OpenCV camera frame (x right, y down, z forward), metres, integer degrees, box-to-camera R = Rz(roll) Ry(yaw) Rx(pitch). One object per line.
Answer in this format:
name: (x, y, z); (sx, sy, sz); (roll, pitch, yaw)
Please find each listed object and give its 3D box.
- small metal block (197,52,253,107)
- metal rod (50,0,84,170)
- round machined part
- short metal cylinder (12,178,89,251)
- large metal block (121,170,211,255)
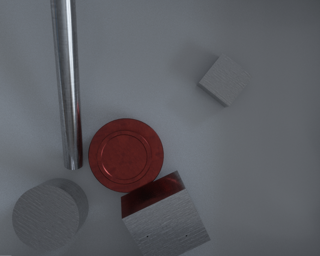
small metal block: (0.086, -0.063, 0.413); (0.050, 0.025, 0.050); (39, 90, -1)
metal rod: (-0.104, -0.083, 0.343); (0.025, 0.025, 0.298); (4, 118, -1)
round machined part: (-0.044, 0.036, 0.402); (0.099, 0.042, 0.097); (0, 90, -1)
short metal cylinder: (-0.138, 0.108, 0.397); (0.081, 0.050, 0.079); (0, 90, -1)
large metal block: (0.006, 0.113, 0.388); (0.080, 0.050, 0.080); (-26, 109, 0)
